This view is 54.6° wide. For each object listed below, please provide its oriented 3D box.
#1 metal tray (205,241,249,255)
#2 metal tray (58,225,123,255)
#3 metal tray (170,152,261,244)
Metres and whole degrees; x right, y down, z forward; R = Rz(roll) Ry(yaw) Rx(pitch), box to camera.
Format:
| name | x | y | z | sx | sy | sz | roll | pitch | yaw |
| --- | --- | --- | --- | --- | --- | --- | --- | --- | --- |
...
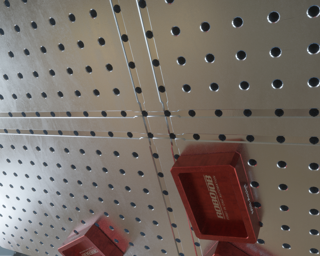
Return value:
| name | x | y | z | sx | sy | sz | roll | pitch | yaw |
| --- | --- | --- | --- | --- | --- | --- | --- | --- | --- |
| metal tray | 0.130 | 0.242 | 0.489 | 0.130 | 0.030 | 0.089 | 31 | 128 | 8 |
| metal tray | -0.147 | 0.259 | 0.646 | 0.090 | 0.030 | 0.129 | 49 | 129 | -6 |
| metal tray | 0.078 | 0.098 | 0.427 | 0.090 | 0.030 | 0.129 | -7 | 115 | 31 |
